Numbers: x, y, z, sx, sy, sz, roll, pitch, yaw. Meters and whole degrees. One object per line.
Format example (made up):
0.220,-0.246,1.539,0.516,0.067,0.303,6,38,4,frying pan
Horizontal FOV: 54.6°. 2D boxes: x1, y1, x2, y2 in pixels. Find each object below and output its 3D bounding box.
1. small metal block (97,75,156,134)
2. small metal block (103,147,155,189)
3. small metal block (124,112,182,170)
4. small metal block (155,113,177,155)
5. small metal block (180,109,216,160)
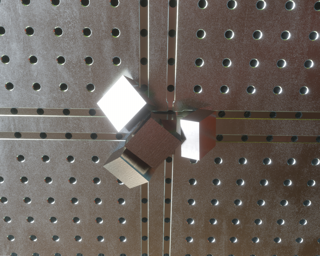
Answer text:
-0.042,-0.029,0.389,0.050,0.025,0.050,-45,69,14,small metal block
-0.041,0.052,0.419,0.050,0.025,0.050,43,142,-14,small metal block
-0.009,0.016,0.392,0.050,0.025,0.050,39,105,-14,small metal block
-0.004,0.007,0.416,0.050,0.025,0.050,1,113,-1,small metal block
0.050,0.007,0.400,0.025,0.050,0.050,10,114,31,small metal block
